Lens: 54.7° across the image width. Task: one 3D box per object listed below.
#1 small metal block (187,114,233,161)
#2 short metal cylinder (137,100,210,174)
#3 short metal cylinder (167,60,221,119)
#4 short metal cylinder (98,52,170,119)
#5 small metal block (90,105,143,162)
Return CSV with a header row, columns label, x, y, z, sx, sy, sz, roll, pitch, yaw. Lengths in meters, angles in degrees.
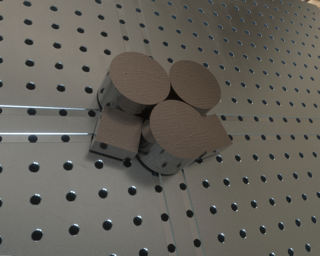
label,x,y,z,sx,sy,sz,roll,pitch,yaw
small metal block,0.065,0.012,0.432,0.050,0.025,0.050,-15,70,-34
short metal cylinder,0.014,0.012,0.388,0.081,0.050,0.080,14,56,-21
short metal cylinder,0.038,-0.049,0.438,0.081,0.050,0.080,14,56,-21
short metal cylinder,-0.034,-0.051,0.401,0.081,0.050,0.080,14,56,-21
small metal block,-0.051,0.007,0.372,0.050,0.025,0.050,19,54,-17
